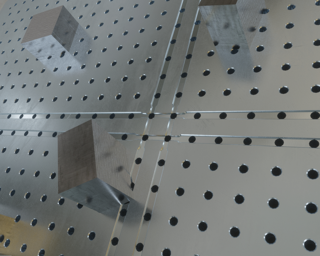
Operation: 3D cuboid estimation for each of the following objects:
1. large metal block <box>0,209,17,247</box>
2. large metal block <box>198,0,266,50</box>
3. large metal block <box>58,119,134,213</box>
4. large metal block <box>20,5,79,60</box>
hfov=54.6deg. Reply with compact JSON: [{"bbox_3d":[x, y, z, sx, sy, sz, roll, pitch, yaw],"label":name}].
[{"bbox_3d":[-0.269,0.128,0.438,0.080,0.080,0.050,14,69,34],"label":"large metal block"},{"bbox_3d":[0.101,-0.165,0.422,0.050,0.080,0.080,12,68,33],"label":"large metal block"},{"bbox_3d":[-0.080,0.049,0.386,0.050,0.080,0.080,-24,53,13],"label":"large metal block"},{"bbox_3d":[-0.222,-0.192,0.628,0.080,0.050,0.080,-6,59,25],"label":"large metal block"}]
